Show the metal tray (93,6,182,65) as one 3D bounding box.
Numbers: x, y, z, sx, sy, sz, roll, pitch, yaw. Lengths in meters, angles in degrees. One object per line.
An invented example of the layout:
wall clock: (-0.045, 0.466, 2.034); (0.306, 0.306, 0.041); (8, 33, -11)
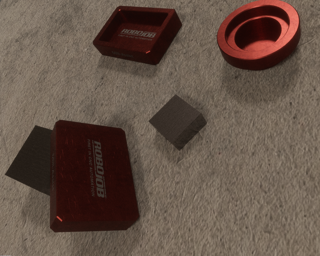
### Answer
metal tray: (-0.040, -0.158, 0.516); (0.130, 0.030, 0.090); (19, 71, 35)

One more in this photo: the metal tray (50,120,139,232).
metal tray: (-0.081, 0.054, 0.369); (0.030, 0.091, 0.130); (-53, 39, 41)

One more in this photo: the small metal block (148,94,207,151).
small metal block: (0.022, -0.008, 0.396); (0.050, 0.025, 0.050); (-45, 51, -4)

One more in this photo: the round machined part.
round machined part: (0.126, -0.113, 0.395); (0.098, 0.042, 0.098); (-13, 56, 20)

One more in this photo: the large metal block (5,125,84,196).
large metal block: (-0.154, 0.049, 0.437); (0.080, 0.050, 0.080); (13, 68, 33)
